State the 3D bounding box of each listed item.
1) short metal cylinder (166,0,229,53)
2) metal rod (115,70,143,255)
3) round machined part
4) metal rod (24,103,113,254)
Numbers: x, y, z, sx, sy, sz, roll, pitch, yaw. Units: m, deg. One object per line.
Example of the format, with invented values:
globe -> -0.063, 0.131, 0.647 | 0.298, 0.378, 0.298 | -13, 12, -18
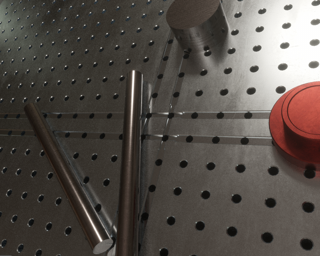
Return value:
short metal cylinder -> 0.056, -0.159, 0.459 | 0.080, 0.050, 0.080 | -13, 56, 20
metal rod -> -0.038, 0.047, 0.397 | 0.025, 0.025, 0.299 | -14, 56, 20
round machined part -> 0.163, -0.009, 0.317 | 0.098, 0.042, 0.098 | -13, 56, 20
metal rod -> -0.146, 0.052, 0.450 | 0.025, 0.025, 0.300 | -42, 51, -1
